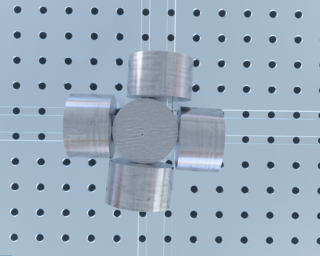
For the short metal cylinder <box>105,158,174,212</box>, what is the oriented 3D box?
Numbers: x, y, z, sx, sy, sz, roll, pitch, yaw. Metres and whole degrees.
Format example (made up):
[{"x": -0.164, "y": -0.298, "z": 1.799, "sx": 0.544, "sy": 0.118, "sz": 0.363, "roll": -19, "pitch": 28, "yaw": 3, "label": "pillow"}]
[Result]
[{"x": -0.025, "y": 0.068, "z": 0.384, "sx": 0.080, "sy": 0.080, "sz": 0.050, "roll": 6, "pitch": 90, "yaw": 0, "label": "short metal cylinder"}]

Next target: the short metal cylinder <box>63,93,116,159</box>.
[{"x": -0.084, "y": -0.003, "z": 0.385, "sx": 0.050, "sy": 0.080, "sz": 0.079, "roll": 2, "pitch": 90, "yaw": -1, "label": "short metal cylinder"}]

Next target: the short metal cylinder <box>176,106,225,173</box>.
[{"x": 0.047, "y": 0.014, "z": 0.386, "sx": 0.050, "sy": 0.080, "sz": 0.080, "roll": 4, "pitch": 90, "yaw": 0, "label": "short metal cylinder"}]

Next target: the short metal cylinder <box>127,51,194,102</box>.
[{"x": 0.000, "y": -0.061, "z": 0.385, "sx": 0.081, "sy": 0.080, "sz": 0.050, "roll": 3, "pitch": 90, "yaw": 0, "label": "short metal cylinder"}]

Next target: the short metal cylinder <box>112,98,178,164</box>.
[{"x": -0.018, "y": 0.004, "z": 0.401, "sx": 0.081, "sy": 0.050, "sz": 0.080, "roll": 0, "pitch": 90, "yaw": -2, "label": "short metal cylinder"}]
